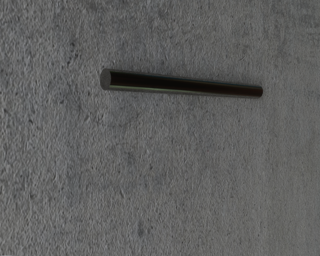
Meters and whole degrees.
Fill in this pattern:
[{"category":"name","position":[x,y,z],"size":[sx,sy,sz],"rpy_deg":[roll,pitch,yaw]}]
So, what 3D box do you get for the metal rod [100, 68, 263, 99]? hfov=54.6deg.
[{"category":"metal rod","position":[0.054,-0.059,0.448],"size":[0.302,0.025,0.025],"rpy_deg":[-2,92,-40]}]
